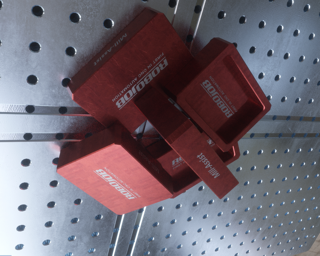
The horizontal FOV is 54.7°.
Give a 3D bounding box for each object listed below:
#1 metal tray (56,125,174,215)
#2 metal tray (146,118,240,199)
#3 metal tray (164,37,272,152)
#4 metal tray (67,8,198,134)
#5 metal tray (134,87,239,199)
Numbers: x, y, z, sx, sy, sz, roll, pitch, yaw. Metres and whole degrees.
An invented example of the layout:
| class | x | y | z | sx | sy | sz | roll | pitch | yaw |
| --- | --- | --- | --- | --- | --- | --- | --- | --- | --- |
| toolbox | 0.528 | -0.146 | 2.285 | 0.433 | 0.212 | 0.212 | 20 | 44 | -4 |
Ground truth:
| class | x | y | z | sx | sy | sz | roll | pitch | yaw |
| --- | --- | --- | --- | --- | --- | --- | --- | --- | --- |
| metal tray | -0.052 | 0.059 | 0.393 | 0.090 | 0.030 | 0.130 | -24 | 132 | 18 |
| metal tray | 0.052 | 0.038 | 0.460 | 0.131 | 0.030 | 0.090 | -30 | 129 | -10 |
| metal tray | 0.077 | -0.036 | 0.390 | 0.090 | 0.030 | 0.130 | -45 | 130 | 3 |
| metal tray | -0.028 | -0.059 | 0.356 | 0.130 | 0.030 | 0.090 | -43 | 130 | 1 |
| metal tray | 0.032 | 0.019 | 0.360 | 0.030 | 0.090 | 0.130 | -42 | 130 | 0 |
